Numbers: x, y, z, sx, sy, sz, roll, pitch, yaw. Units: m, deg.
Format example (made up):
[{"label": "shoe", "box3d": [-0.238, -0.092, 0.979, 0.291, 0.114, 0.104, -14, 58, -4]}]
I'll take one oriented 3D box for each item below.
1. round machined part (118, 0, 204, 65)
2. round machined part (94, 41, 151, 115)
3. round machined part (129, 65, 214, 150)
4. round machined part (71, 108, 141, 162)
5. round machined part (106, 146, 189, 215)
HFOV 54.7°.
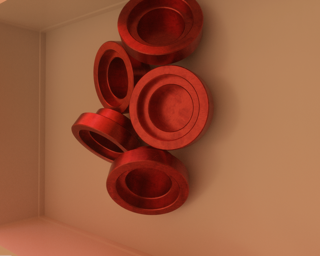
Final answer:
[{"label": "round machined part", "box3d": [0.002, -0.115, 0.371, 0.099, 0.042, 0.098, -2, 66, 5]}, {"label": "round machined part", "box3d": [-0.048, -0.069, 0.423, 0.098, 0.042, 0.097, 17, 112, 47]}, {"label": "round machined part", "box3d": [0.016, -0.023, 0.370, 0.098, 0.042, 0.097, 0, 90, 23]}, {"label": "round machined part", "box3d": [-0.067, 0.010, 0.426, 0.098, 0.098, 0.042, 5, 54, 39]}, {"label": "round machined part", "box3d": [-0.013, 0.061, 0.382, 0.098, 0.098, 0.042, -43, 24, 31]}]
